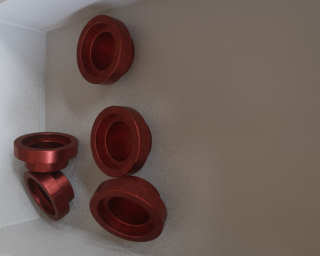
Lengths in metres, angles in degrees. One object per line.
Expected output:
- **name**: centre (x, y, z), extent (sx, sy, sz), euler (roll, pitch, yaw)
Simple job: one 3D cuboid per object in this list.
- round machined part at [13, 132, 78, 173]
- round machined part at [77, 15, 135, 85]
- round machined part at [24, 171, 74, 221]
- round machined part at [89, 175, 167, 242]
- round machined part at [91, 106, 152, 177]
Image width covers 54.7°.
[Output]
- **round machined part**: centre (-0.187, 0.041, 0.511), extent (0.098, 0.099, 0.042), euler (18, 110, 38)
- **round machined part**: centre (-0.076, -0.112, 0.456), extent (0.098, 0.042, 0.097), euler (0, 90, 39)
- **round machined part**: centre (-0.184, 0.105, 0.528), extent (0.098, 0.042, 0.097), euler (26, 134, 31)
- **round machined part**: centre (-0.038, 0.101, 0.404), extent (0.098, 0.042, 0.097), euler (10, 128, 13)
- **round machined part**: centre (-0.050, 0.018, 0.435), extent (0.098, 0.042, 0.097), euler (0, 90, 39)
